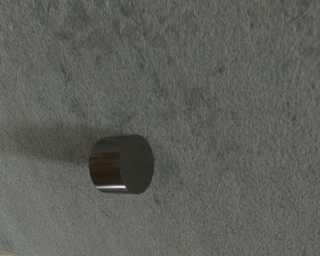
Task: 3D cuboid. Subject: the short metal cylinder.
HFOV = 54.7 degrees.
[{"bbox_3d":[-0.051,0.050,0.428,0.050,0.080,0.080,-6,116,30],"label":"short metal cylinder"}]
